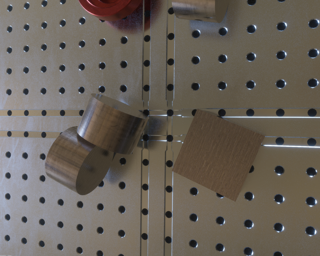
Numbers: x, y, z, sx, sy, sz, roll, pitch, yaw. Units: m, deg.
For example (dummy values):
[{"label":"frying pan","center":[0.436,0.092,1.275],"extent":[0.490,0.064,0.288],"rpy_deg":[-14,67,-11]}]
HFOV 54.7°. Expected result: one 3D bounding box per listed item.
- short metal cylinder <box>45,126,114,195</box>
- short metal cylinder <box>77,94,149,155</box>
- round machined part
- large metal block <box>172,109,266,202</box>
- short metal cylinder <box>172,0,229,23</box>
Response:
[{"label":"short metal cylinder","center":[-0.107,0.044,0.421],"extent":[0.050,0.080,0.080],"rpy_deg":[24,98,18]},{"label":"short metal cylinder","center":[-0.061,-0.006,0.405],"extent":[0.080,0.080,0.050],"rpy_deg":[27,99,18]},{"label":"round machined part","center":[-0.063,-0.196,0.426],"extent":[0.098,0.042,0.097],"rpy_deg":[0,90,20]},{"label":"large metal block","center":[0.072,0.030,0.374],"extent":[0.080,0.050,0.080],"rpy_deg":[24,98,18]},{"label":"short metal cylinder","center":[0.051,-0.168,0.365],"extent":[0.050,0.080,0.079],"rpy_deg":[13,95,19]}]
